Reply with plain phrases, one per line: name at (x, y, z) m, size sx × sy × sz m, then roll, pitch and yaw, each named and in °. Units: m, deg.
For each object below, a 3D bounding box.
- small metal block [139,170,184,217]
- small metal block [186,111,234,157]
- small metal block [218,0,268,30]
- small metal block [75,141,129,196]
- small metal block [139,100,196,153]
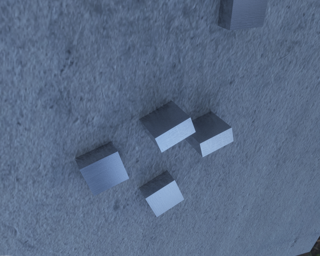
small metal block at (0.003, 0.100, 0.473) m, size 0.050 × 0.025 × 0.050 m, roll -31°, pitch 129°, yaw -9°
small metal block at (0.066, 0.007, 0.433) m, size 0.050 × 0.050 × 0.025 m, roll -26°, pitch 128°, yaw -13°
small metal block at (0.100, -0.148, 0.372) m, size 0.050 × 0.025 × 0.050 m, roll -13°, pitch 124°, yaw -22°
small metal block at (-0.074, 0.053, 0.400) m, size 0.050 × 0.025 × 0.050 m, roll -26°, pitch 128°, yaw -13°
small metal block at (0.009, -0.003, 0.395) m, size 0.050 × 0.050 × 0.025 m, roll -31°, pitch 129°, yaw -9°
